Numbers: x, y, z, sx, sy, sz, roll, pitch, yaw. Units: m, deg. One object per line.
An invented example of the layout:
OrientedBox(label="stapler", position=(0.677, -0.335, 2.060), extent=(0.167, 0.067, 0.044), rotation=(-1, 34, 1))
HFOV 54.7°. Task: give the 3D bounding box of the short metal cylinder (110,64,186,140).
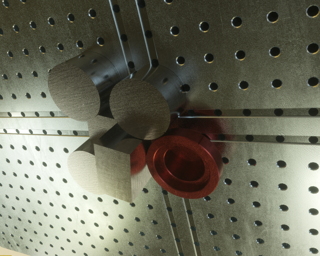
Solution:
OrientedBox(label="short metal cylinder", position=(-0.014, -0.032, 0.382), extent=(0.080, 0.050, 0.079), rotation=(13, 124, 21))

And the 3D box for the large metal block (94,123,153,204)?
OrientedBox(label="large metal block", position=(-0.042, 0.039, 0.418), extent=(0.050, 0.080, 0.079), rotation=(15, 125, 20))

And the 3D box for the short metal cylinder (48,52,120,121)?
OrientedBox(label="short metal cylinder", position=(-0.100, -0.055, 0.413), extent=(0.080, 0.050, 0.079), rotation=(13, 124, 21))

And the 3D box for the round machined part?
OrientedBox(label="round machined part", position=(0.035, 0.042, 0.407), extent=(0.098, 0.042, 0.097), rotation=(13, 124, 21))

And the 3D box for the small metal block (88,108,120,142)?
OrientedBox(label="small metal block", position=(-0.076, -0.002, 0.450), extent=(0.050, 0.025, 0.050), rotation=(14, 124, 20))

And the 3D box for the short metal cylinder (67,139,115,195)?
OrientedBox(label="short metal cylinder", position=(-0.094, 0.056, 0.479), extent=(0.080, 0.050, 0.079), rotation=(13, 124, 21))
